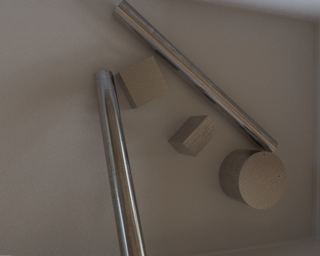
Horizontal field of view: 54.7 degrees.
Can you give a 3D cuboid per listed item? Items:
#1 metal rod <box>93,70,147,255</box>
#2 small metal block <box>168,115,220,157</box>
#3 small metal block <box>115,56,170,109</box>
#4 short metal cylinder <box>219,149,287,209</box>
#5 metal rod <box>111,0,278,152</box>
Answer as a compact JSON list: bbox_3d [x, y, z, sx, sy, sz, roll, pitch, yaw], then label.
[{"bbox_3d":[-0.039,0.068,0.328,0.025,0.025,0.299,-4,65,-20],"label":"metal rod"},{"bbox_3d":[0.044,0.010,0.415,0.050,0.050,0.025,-46,105,-14],"label":"small metal block"},{"bbox_3d":[-0.023,-0.059,0.403,0.050,0.025,0.050,-30,100,-18],"label":"small metal block"},{"bbox_3d":[0.134,0.072,0.448,0.081,0.050,0.079,0,90,-21],"label":"short metal cylinder"},{"bbox_3d":[0.059,-0.062,0.433,0.301,0.025,0.025,39,77,-16],"label":"metal rod"}]
